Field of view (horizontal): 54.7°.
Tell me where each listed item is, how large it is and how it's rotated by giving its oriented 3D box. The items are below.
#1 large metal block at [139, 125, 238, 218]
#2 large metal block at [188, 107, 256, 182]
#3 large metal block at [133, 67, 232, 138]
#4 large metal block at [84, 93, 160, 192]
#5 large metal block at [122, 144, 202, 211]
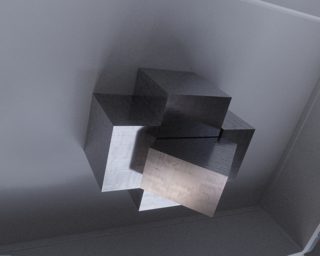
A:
[{"bbox_3d":[0.034,0.041,0.342,0.080,0.080,0.050,-46,153,-62],"label":"large metal block"},{"bbox_3d":[0.070,0.018,0.418,0.050,0.080,0.079,0,119,-29],"label":"large metal block"},{"bbox_3d":[0.022,-0.031,0.364,0.081,0.080,0.050,0,119,-28],"label":"large metal block"},{"bbox_3d":[-0.048,0.014,0.355,0.050,0.080,0.079,0,119,-29],"label":"large metal block"},{"bbox_3d":[-0.001,0.057,0.406,0.081,0.080,0.050,0,119,-28],"label":"large metal block"}]
